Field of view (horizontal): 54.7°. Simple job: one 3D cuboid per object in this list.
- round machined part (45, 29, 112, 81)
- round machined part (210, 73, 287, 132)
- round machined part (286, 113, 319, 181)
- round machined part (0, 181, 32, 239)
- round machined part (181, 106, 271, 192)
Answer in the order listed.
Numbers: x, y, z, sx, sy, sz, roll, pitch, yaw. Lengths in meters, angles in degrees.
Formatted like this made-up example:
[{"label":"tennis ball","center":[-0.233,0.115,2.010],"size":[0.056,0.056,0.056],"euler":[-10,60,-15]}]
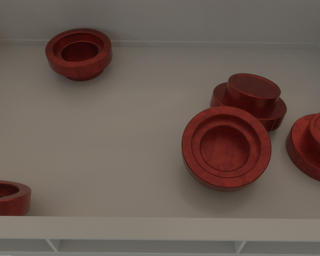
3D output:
[{"label":"round machined part","center":[-0.124,-0.111,0.486],"size":[0.099,0.042,0.098],"euler":[0,50,0]},{"label":"round machined part","center":[0.120,-0.040,0.413],"size":[0.099,0.042,0.098],"euler":[6,35,-4]},{"label":"round machined part","center":[0.213,0.017,0.382],"size":[0.099,0.042,0.098],"euler":[0,50,0]},{"label":"round machined part","center":[-0.180,0.081,0.301],"size":[0.099,0.098,0.042],"euler":[6,91,4]},{"label":"round machined part","center":[0.074,0.027,0.362],"size":[0.099,0.042,0.098],"euler":[-1,66,3]}]
